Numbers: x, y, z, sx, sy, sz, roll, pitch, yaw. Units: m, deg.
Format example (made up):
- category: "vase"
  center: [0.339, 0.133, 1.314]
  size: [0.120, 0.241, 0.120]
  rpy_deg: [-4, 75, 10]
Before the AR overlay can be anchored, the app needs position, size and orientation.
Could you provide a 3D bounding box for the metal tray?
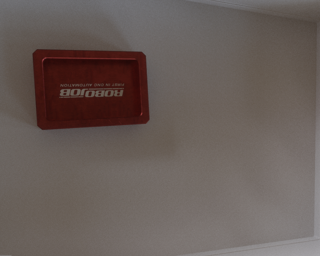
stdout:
- category: "metal tray"
  center: [-0.081, -0.046, 0.377]
  size: [0.131, 0.030, 0.090]
  rpy_deg: [-4, 91, -20]
